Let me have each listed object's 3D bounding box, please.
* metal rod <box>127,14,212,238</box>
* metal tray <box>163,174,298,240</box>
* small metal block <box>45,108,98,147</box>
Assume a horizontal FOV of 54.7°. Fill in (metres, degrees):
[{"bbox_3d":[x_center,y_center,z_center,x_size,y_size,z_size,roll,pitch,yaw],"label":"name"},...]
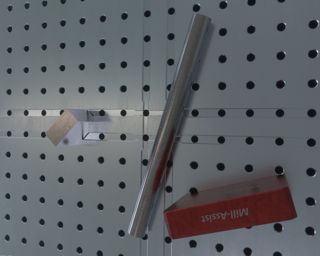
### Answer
[{"bbox_3d":[0.010,0.001,0.408,0.025,0.025,0.298,19,96,19],"label":"metal rod"},{"bbox_3d":[0.080,0.087,0.349,0.130,0.090,0.030,-17,85,19],"label":"metal tray"},{"bbox_3d":[-0.126,0.000,0.443,0.050,0.050,0.025,-46,76,14],"label":"small metal block"}]
